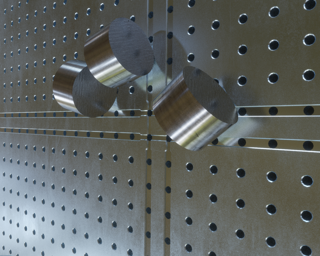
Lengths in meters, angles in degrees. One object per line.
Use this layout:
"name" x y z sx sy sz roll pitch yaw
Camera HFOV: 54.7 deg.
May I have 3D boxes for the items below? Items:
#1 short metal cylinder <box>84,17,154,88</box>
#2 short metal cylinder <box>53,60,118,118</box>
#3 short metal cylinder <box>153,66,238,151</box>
"short metal cylinder" -0.054 -0.100 0.418 0.050 0.081 0.080 -17 79 39
"short metal cylinder" -0.111 -0.060 0.465 0.050 0.081 0.079 18 102 38
"short metal cylinder" 0.039 -0.022 0.341 0.050 0.081 0.080 -43 64 31
